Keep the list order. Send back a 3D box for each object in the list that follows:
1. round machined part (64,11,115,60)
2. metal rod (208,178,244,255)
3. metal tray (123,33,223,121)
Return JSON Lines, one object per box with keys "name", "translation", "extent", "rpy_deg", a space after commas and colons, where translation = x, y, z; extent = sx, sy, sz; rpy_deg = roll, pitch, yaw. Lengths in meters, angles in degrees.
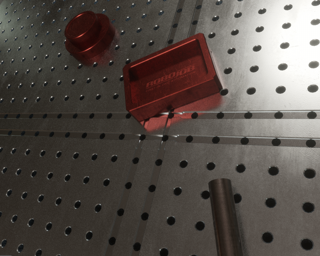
{"name": "round machined part", "translation": [-0.137, -0.178, 0.576], "extent": [0.098, 0.042, 0.098], "rpy_deg": [-13, 56, 20]}
{"name": "metal rod", "translation": [0.070, 0.186, 0.256], "extent": [0.025, 0.025, 0.299], "rpy_deg": [-15, 55, 19]}
{"name": "metal tray", "translation": [0.013, -0.072, 0.440], "extent": [0.130, 0.030, 0.090], "rpy_deg": [-20, 54, 16]}
